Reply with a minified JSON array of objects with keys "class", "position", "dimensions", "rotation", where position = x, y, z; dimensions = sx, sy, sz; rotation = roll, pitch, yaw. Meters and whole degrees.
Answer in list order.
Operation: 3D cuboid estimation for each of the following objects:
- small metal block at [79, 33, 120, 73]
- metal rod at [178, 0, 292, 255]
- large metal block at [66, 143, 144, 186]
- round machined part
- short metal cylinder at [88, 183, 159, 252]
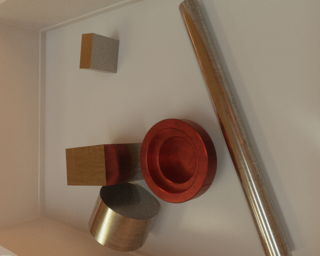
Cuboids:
[{"class":"small metal block","position":[-0.090,-0.110,0.462],"dimensions":[0.025,0.050,0.050],"rotation":[9,96,39]},{"class":"metal rod","position":[0.077,-0.010,0.342],"dimensions":[0.025,0.025,0.299],"rotation":[-27,73,36]},{"class":"large metal block","position":[-0.071,0.049,0.426],"dimensions":[0.080,0.081,0.050],"rotation":[-8,84,39]},{"class":"round machined part","position":[0.026,0.038,0.373],"dimensions":[0.098,0.042,0.097],"rotation":[0,90,39]},{"class":"short metal cylinder","position":[-0.047,0.114,0.408],"dimensions":[0.080,0.081,0.050],"rotation":[34,111,34]}]
